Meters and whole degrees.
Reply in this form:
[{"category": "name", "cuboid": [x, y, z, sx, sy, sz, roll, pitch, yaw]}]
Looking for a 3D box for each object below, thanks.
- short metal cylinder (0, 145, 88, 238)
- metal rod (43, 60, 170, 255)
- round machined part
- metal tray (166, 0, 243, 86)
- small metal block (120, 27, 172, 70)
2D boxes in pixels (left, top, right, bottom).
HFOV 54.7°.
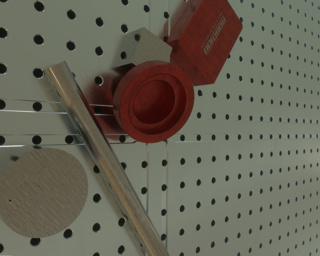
[{"category": "short metal cylinder", "cuboid": [-0.117, 0.058, 0.296, 0.081, 0.050, 0.079, 0, 90, -40]}, {"category": "metal rod", "cuboid": [-0.050, 0.063, 0.368, 0.025, 0.025, 0.299, -39, 114, -33]}, {"category": "round machined part", "cuboid": [-0.011, -0.034, 0.375, 0.099, 0.042, 0.097, -14, 120, -25]}, {"category": "metal tray", "cuboid": [0.070, -0.140, 0.467, 0.090, 0.030, 0.130, 44, 64, -32]}, {"category": "small metal block", "cuboid": [-0.017, -0.092, 0.397, 0.050, 0.025, 0.050, 27, 73, -37]}]
